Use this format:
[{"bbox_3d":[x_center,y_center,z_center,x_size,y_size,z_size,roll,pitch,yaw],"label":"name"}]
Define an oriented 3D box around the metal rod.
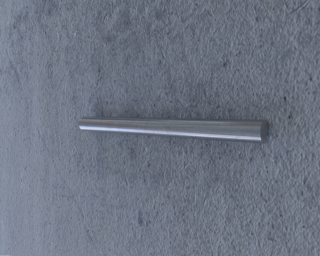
[{"bbox_3d":[-0.007,-0.002,0.414,0.300,0.025,0.025,3,92,40],"label":"metal rod"}]
